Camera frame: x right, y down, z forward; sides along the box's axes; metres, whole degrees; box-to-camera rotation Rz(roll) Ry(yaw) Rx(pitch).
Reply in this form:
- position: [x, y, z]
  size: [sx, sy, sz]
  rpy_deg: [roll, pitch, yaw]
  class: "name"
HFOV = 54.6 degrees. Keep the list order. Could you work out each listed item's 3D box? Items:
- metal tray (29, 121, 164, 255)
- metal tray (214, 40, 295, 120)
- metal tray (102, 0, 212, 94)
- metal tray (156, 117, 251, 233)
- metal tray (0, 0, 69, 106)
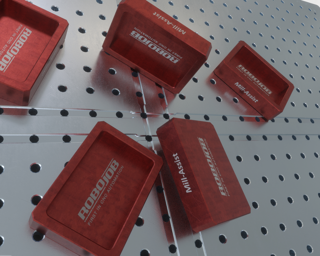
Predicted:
- position: [-0.061, 0.065, 0.331]
  size: [0.090, 0.030, 0.130]
  rpy_deg: [33, 51, -7]
  class: "metal tray"
- position: [0.168, -0.086, 0.546]
  size: [0.130, 0.030, 0.090]
  rpy_deg: [41, 51, 0]
  class: "metal tray"
- position: [-0.006, -0.113, 0.431]
  size: [0.130, 0.090, 0.030]
  rpy_deg: [31, 52, -9]
  class: "metal tray"
- position: [0.054, 0.053, 0.382]
  size: [0.091, 0.030, 0.130]
  rpy_deg: [5, 57, -49]
  class: "metal tray"
- position: [-0.176, -0.098, 0.370]
  size: [0.090, 0.030, 0.130]
  rpy_deg: [23, 53, -14]
  class: "metal tray"
